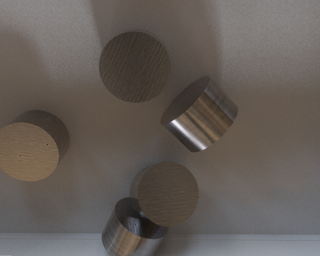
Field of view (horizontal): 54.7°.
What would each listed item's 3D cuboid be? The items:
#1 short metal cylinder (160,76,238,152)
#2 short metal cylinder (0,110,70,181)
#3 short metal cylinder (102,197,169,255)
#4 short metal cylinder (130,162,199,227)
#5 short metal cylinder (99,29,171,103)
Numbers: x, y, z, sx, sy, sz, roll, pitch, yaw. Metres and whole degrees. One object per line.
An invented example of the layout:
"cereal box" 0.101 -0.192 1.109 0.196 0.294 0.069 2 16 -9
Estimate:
"short metal cylinder" 0.047 -0.017 0.376 0.080 0.080 0.050 -43 105 14
"short metal cylinder" -0.165 0.022 0.404 0.081 0.050 0.079 0 110 -1
"short metal cylinder" -0.034 0.143 0.434 0.080 0.080 0.050 23 110 -9
"short metal cylinder" 0.004 0.087 0.410 0.081 0.050 0.080 4 77 -17
"short metal cylinder" -0.028 -0.075 0.370 0.081 0.050 0.079 0 110 -1
